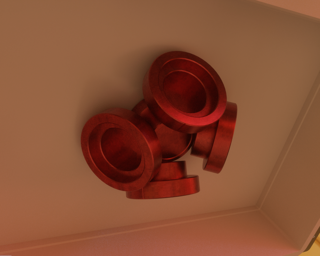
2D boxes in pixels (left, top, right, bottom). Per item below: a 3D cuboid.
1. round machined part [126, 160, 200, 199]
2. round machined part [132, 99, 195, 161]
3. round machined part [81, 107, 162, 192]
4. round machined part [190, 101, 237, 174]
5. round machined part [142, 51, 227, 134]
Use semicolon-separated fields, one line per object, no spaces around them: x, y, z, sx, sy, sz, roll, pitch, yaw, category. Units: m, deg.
0.002;0.067;0.416;0.099;0.098;0.042;-2;83;-28;round machined part
0.007;0.006;0.404;0.099;0.042;0.097;-14;125;-21;round machined part
-0.041;0.022;0.364;0.042;0.098;0.097;-39;144;-54;round machined part
0.069;0.009;0.418;0.042;0.098;0.097;14;116;5;round machined part
0.025;-0.038;0.363;0.099;0.098;0.042;-4;158;-27;round machined part
